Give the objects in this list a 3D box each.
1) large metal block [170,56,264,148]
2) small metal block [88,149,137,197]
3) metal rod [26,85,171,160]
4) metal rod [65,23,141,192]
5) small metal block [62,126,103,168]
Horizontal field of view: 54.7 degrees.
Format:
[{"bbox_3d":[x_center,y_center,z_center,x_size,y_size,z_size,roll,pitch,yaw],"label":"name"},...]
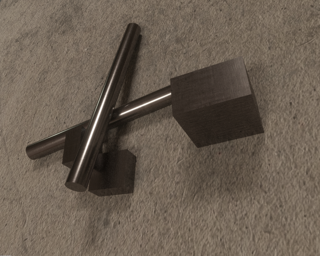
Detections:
[{"bbox_3d":[0.065,-0.025,0.349,0.080,0.080,0.050,-15,56,19],"label":"large metal block"},{"bbox_3d":[-0.060,0.058,0.398,0.050,0.025,0.050,-11,57,22],"label":"small metal block"},{"bbox_3d":[-0.064,-0.015,0.444,0.301,0.025,0.025,-21,54,15],"label":"metal rod"},{"bbox_3d":[-0.071,-0.051,0.442,0.025,0.025,0.300,-7,50,24],"label":"metal rod"},{"bbox_3d":[-0.103,0.033,0.420,0.025,0.050,0.050,-16,55,19],"label":"small metal block"}]
